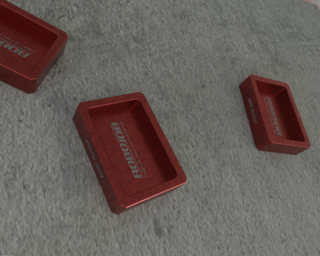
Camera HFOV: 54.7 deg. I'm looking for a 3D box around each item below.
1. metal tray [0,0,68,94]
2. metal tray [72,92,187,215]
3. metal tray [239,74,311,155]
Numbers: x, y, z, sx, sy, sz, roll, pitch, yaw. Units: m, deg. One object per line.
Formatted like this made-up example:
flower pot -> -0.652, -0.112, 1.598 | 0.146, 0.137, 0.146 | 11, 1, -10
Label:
metal tray -> -0.189, -0.107, 0.364 | 0.131, 0.030, 0.090 | 27, 52, -12
metal tray -> -0.036, 0.024, 0.367 | 0.091, 0.030, 0.130 | -15, 70, -35
metal tray -> 0.191, -0.023, 0.519 | 0.091, 0.030, 0.130 | 8, 58, -25
